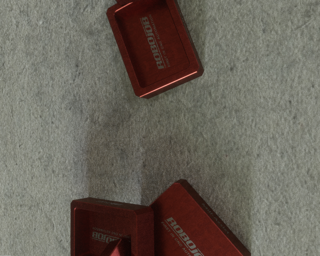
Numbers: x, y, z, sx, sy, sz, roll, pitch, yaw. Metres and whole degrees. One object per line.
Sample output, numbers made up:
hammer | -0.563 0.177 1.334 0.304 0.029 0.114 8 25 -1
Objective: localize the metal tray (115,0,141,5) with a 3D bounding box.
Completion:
metal tray | -0.018 -0.229 0.395 0.090 0.030 0.129 -6 73 19

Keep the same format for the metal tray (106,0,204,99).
metal tray | -0.008 -0.114 0.408 0.090 0.030 0.129 -22 83 18

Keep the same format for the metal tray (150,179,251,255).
metal tray | 0.037 0.142 0.392 0.090 0.030 0.130 -45 76 14

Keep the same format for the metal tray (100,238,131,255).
metal tray | -0.030 0.207 0.361 0.130 0.090 0.030 47 137 -9

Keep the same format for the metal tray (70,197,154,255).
metal tray | -0.066 0.143 0.401 0.130 0.030 0.089 -4 85 40
